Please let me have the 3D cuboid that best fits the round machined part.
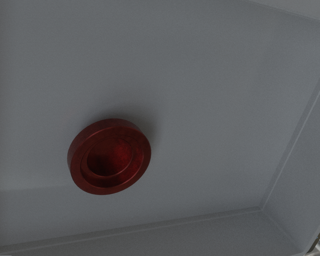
[{"bbox_3d":[-0.064,0.031,0.381,0.099,0.042,0.097,-14,124,-21],"label":"round machined part"}]
